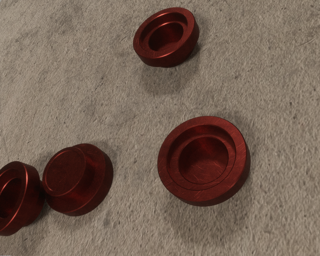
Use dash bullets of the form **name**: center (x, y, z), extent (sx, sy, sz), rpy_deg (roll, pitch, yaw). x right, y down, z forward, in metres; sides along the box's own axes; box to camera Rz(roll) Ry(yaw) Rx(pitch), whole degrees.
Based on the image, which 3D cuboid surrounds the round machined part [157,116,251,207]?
- **round machined part**: center (0.050, 0.039, 0.342), extent (0.098, 0.042, 0.098), rpy_deg (-13, 56, 20)

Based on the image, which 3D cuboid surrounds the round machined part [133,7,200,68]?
- **round machined part**: center (0.013, -0.130, 0.465), extent (0.098, 0.042, 0.098), rpy_deg (-13, 56, 20)

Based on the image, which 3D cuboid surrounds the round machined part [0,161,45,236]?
- **round machined part**: center (-0.197, 0.098, 0.427), extent (0.098, 0.042, 0.098), rpy_deg (-17, 57, 29)

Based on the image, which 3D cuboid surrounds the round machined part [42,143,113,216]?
- **round machined part**: center (-0.115, 0.064, 0.413), extent (0.098, 0.042, 0.098), rpy_deg (-13, 56, 20)
